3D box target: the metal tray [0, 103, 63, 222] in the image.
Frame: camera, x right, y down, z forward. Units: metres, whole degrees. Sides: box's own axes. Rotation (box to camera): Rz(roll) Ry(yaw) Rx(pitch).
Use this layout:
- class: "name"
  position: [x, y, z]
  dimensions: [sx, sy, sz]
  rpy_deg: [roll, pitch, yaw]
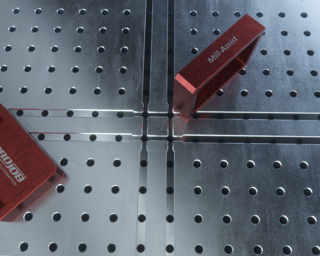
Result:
- class: "metal tray"
  position: [-0.200, 0.041, 0.393]
  dimensions: [0.090, 0.030, 0.130]
  rpy_deg: [-43, 76, -14]

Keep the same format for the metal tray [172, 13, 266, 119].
- class: "metal tray"
  position: [0.074, -0.077, 0.405]
  dimensions: [0.130, 0.090, 0.030]
  rpy_deg: [-42, 75, -14]
